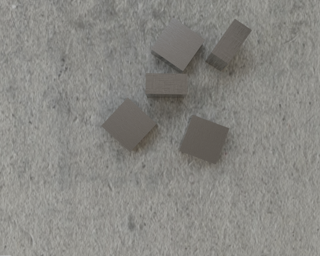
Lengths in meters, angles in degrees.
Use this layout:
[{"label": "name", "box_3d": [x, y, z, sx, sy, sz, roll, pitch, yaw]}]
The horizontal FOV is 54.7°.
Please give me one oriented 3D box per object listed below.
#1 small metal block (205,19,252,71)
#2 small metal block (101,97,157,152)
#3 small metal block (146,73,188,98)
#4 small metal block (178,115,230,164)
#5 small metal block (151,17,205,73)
[{"label": "small metal block", "box_3d": [0.086, -0.105, 0.399, 0.025, 0.050, 0.050, 34, 90, 0]}, {"label": "small metal block", "box_3d": [-0.040, -0.004, 0.409, 0.050, 0.025, 0.050, 43, 90, -1]}, {"label": "small metal block", "box_3d": [0.008, -0.053, 0.398, 0.050, 0.050, 0.025, 1, 90, -1]}, {"label": "small metal block", "box_3d": [0.057, 0.015, 0.411, 0.050, 0.025, 0.050, 21, 90, -1]}, {"label": "small metal block", "box_3d": [0.023, -0.108, 0.410, 0.050, 0.025, 0.050, 35, 90, -1]}]
